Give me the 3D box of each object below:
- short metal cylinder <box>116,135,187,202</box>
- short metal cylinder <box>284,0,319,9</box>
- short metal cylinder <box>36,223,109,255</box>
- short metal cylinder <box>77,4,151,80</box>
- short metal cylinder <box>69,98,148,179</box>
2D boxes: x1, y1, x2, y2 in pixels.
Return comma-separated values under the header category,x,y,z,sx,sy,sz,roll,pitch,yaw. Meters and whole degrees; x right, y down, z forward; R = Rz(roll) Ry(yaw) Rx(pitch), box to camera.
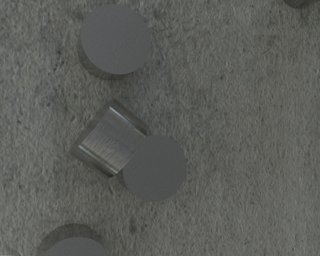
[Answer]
category,x,y,z,sx,sy,sz,roll,pitch,yaw
short metal cylinder,-0.014,0.048,0.392,0.081,0.050,0.079,0,90,-21
short metal cylinder,0.232,-0.235,0.483,0.081,0.050,0.079,0,90,-21
short metal cylinder,-0.102,0.158,0.359,0.081,0.050,0.079,0,90,-21
short metal cylinder,-0.057,-0.101,0.375,0.081,0.050,0.079,0,90,-21
short metal cylinder,-0.059,0.012,0.359,0.050,0.080,0.080,40,77,-16
